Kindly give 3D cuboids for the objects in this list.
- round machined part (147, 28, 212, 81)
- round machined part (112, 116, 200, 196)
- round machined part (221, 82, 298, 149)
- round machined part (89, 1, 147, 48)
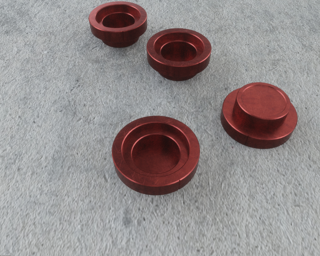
[{"bbox_3d":[0.029,-0.111,0.486,0.099,0.042,0.098,0,50,0],"label":"round machined part"},{"bbox_3d":[-0.004,0.035,0.362,0.099,0.042,0.098,0,50,0],"label":"round machined part"},{"bbox_3d":[0.133,-0.023,0.413,0.099,0.042,0.098,0,50,0],"label":"round machined part"},{"bbox_3d":[-0.071,-0.177,0.540,0.099,0.042,0.098,0,50,0],"label":"round machined part"}]
